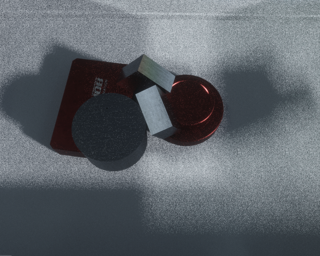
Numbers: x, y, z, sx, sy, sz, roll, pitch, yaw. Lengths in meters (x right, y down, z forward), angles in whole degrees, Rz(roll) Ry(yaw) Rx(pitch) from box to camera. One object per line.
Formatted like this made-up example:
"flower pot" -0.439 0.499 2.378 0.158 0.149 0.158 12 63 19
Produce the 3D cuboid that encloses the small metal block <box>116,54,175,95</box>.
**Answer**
"small metal block" -0.018 -0.060 0.389 0.050 0.050 0.025 31 62 -28

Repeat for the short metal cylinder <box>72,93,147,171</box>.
"short metal cylinder" -0.056 0.006 0.360 0.081 0.050 0.080 0 70 0

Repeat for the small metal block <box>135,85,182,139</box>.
"small metal block" 0.000 -0.017 0.359 0.025 0.050 0.050 -24 78 11

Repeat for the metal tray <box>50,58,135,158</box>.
"metal tray" -0.082 -0.025 0.411 0.091 0.030 0.130 7 70 2

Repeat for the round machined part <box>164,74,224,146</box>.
"round machined part" 0.035 -0.029 0.409 0.099 0.042 0.098 0 70 -1
